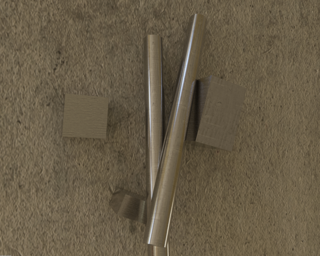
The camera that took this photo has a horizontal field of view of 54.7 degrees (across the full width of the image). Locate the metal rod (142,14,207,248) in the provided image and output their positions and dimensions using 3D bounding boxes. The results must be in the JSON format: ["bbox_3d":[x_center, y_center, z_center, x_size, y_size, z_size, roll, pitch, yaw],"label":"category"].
[{"bbox_3d":[0.024,-0.016,0.371,0.025,0.025,0.299,21,65,-19],"label":"metal rod"}]

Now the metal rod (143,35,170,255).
[{"bbox_3d":[-0.005,0.028,0.371,0.025,0.025,0.299,4,75,-20],"label":"metal rod"}]

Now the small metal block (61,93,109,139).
[{"bbox_3d":[-0.091,-0.014,0.376,0.050,0.025,0.050,4,89,-20],"label":"small metal block"}]

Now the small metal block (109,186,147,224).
[{"bbox_3d":[-0.031,0.097,0.385,0.050,0.050,0.025,25,82,-19],"label":"small metal block"}]

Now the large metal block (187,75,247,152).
[{"bbox_3d":[0.059,-0.017,0.403,0.050,0.080,0.080,16,85,-20],"label":"large metal block"}]
